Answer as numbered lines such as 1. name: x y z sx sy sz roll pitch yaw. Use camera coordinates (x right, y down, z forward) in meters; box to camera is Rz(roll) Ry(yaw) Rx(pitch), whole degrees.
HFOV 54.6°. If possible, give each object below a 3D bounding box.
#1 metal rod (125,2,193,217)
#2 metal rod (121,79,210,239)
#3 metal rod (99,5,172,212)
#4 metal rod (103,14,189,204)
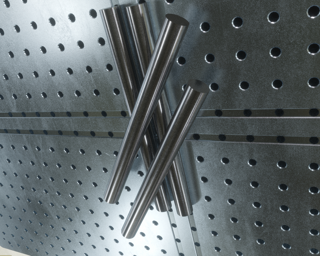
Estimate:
1. metal rod: 0.005 -0.005 0.406 0.025 0.025 0.298 1 119 28
2. metal rod: -0.005 0.063 0.421 0.025 0.025 0.298 30 128 9
3. metal rod: -0.026 -0.008 0.421 0.025 0.025 0.298 1 119 28
4. metal rod: -0.030 0.001 0.397 0.025 0.025 0.298 30 128 9
